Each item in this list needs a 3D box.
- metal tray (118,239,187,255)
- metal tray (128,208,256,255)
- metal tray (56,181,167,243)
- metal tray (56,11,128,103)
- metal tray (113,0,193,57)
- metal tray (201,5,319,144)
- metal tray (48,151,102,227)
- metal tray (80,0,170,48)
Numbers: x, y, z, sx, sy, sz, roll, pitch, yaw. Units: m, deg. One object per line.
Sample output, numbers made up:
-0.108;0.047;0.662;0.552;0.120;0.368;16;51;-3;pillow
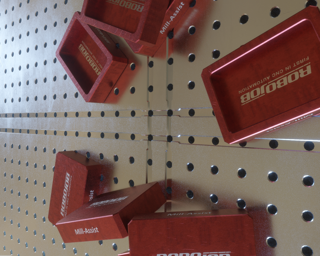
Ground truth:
0.005;0.198;0.402;0.130;0.030;0.090;-27;73;36;metal tray
0.035;0.138;0.334;0.131;0.030;0.090;-4;87;5;metal tray
-0.067;0.114;0.420;0.130;0.091;0.030;-20;95;38;metal tray
-0.115;-0.114;0.502;0.130;0.030;0.090;52;120;27;metal tray
-0.008;-0.173;0.414;0.129;0.030;0.090;-49;61;29;metal tray
0.113;-0.046;0.313;0.130;0.030;0.090;-27;73;37;metal tray
-0.147;0.113;0.530;0.090;0.030;0.129;17;101;38;metal tray
-0.047;-0.168;0.406;0.130;0.030;0.089;31;109;36;metal tray
